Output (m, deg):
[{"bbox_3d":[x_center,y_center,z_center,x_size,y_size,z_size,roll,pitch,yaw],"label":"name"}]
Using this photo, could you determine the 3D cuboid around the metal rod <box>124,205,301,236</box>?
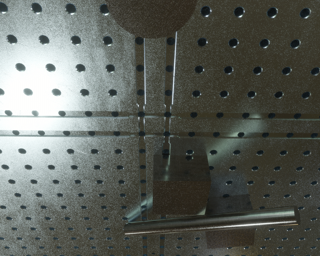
[{"bbox_3d":[0.061,0.150,0.488,0.300,0.025,0.025,-17,130,34],"label":"metal rod"}]

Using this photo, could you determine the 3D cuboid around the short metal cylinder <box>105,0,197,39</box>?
[{"bbox_3d":[-0.008,-0.130,0.284,0.081,0.050,0.079,0,130,0],"label":"short metal cylinder"}]

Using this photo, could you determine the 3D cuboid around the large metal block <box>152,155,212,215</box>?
[{"bbox_3d":[0.030,0.087,0.470,0.081,0.050,0.079,1,130,-2],"label":"large metal block"}]

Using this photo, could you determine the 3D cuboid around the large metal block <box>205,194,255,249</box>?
[{"bbox_3d":[0.117,0.163,0.536,0.080,0.050,0.080,-7,130,5],"label":"large metal block"}]
